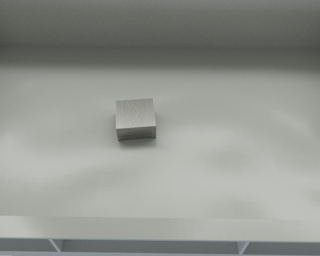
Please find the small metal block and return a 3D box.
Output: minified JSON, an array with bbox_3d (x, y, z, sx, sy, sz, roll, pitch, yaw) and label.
[{"bbox_3d":[-0.032,-0.012,0.415,0.050,0.025,0.050,-4,50,-4],"label":"small metal block"}]
